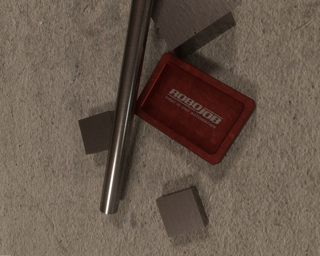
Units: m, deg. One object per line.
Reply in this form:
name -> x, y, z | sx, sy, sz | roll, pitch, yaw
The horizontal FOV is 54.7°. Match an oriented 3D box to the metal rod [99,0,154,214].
metal rod -> -0.043, -0.031, 0.388 | 0.025, 0.025, 0.298 | 15, 104, 19

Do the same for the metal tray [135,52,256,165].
metal tray -> 0.041, -0.025, 0.391 | 0.130, 0.030, 0.090 | 33, 100, 16

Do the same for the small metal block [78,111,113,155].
small metal block -> -0.082, 0.007, 0.437 | 0.050, 0.025, 0.050 | -16, 85, 19

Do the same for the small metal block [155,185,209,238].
small metal block -> 0.029, 0.107, 0.398 | 0.050, 0.025, 0.050 | -21, 83, 18

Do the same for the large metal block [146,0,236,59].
large metal block -> 0.035, -0.145, 0.383 | 0.080, 0.050, 0.080 | -31, 80, 17
